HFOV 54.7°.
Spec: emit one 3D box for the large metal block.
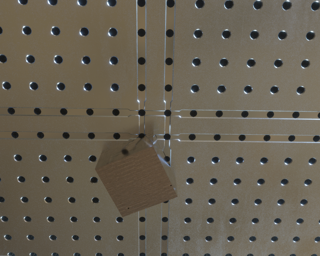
[{"bbox_3d":[-0.030,0.063,0.423,0.080,0.050,0.080,-22,109,7],"label":"large metal block"}]
